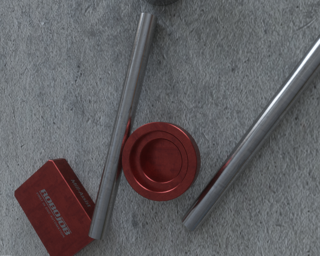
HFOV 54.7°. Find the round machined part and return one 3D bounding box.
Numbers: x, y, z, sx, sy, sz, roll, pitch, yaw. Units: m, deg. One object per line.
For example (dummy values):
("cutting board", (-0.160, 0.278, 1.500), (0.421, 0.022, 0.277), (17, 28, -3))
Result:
("round machined part", (0.004, 0.041, 0.398), (0.098, 0.042, 0.097), (0, 90, 19))

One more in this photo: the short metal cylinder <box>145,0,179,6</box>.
("short metal cylinder", (-0.002, -0.205, 0.397), (0.080, 0.050, 0.080), (0, 90, 20))

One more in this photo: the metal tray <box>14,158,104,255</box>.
("metal tray", (-0.148, 0.121, 0.458), (0.090, 0.030, 0.130), (-40, 78, 15))

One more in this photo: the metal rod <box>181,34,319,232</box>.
("metal rod", (0.120, 0.002, 0.366), (0.025, 0.025, 0.299), (37, 102, 16))

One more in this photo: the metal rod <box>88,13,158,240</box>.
("metal rod", (-0.049, -0.003, 0.411), (0.025, 0.025, 0.298), (13, 89, 19))
